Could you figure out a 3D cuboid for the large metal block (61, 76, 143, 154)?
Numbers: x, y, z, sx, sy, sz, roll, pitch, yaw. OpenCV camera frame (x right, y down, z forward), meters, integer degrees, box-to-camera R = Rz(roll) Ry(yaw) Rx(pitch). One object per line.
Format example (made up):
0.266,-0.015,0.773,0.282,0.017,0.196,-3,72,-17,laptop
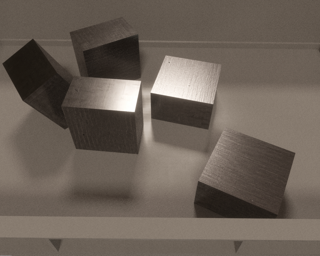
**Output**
-0.065,-0.014,0.380,0.080,0.080,0.050,5,50,3,large metal block

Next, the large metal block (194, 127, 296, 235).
0.093,0.056,0.343,0.080,0.050,0.080,22,53,17,large metal block

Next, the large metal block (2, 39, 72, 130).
-0.145,-0.056,0.406,0.050,0.080,0.080,-41,58,-1,large metal block

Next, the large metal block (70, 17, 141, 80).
-0.078,-0.106,0.457,0.081,0.080,0.050,-24,54,-19,large metal block

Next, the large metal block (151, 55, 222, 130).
0.037,-0.051,0.432,0.080,0.050,0.080,12,51,9,large metal block
